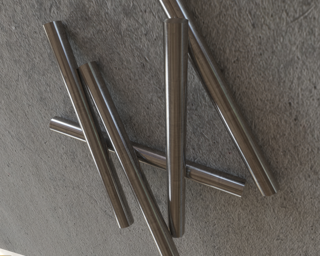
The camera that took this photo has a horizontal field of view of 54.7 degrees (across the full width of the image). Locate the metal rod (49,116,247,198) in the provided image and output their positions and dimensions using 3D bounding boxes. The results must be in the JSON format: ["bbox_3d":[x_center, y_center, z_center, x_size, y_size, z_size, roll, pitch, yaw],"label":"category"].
[{"bbox_3d":[-0.029,0.035,0.444,0.301,0.025,0.025,17,125,18],"label":"metal rod"}]

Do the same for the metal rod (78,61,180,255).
[{"bbox_3d":[-0.039,0.054,0.424,0.025,0.025,0.299,-18,98,35],"label":"metal rod"}]

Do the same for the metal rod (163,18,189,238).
[{"bbox_3d":[0.019,0.023,0.377,0.025,0.025,0.298,12,124,22],"label":"metal rod"}]

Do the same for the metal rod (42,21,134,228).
[{"bbox_3d":[-0.095,0.004,0.431,0.025,0.025,0.298,-9,105,32],"label":"metal rod"}]

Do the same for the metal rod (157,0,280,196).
[{"bbox_3d":[0.061,-0.048,0.344,0.025,0.025,0.299,-20,108,35],"label":"metal rod"}]
